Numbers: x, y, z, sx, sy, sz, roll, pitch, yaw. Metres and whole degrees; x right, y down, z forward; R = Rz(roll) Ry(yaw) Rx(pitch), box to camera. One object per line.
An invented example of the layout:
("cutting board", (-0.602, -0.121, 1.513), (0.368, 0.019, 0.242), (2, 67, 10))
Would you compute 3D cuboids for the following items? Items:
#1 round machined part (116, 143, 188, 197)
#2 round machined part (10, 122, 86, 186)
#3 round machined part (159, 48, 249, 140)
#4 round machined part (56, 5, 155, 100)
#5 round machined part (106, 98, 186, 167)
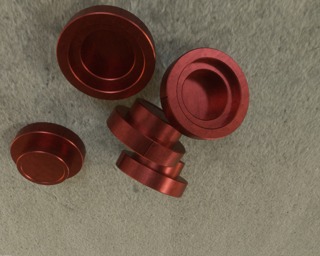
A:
("round machined part", (-0.006, 0.051, 0.415), (0.098, 0.098, 0.042), (27, 89, -22))
("round machined part", (-0.157, 0.042, 0.430), (0.099, 0.042, 0.097), (-1, 130, 0))
("round machined part", (0.045, -0.035, 0.344), (0.099, 0.098, 0.042), (22, 169, -18))
("round machined part", (-0.054, -0.081, 0.327), (0.099, 0.042, 0.097), (-1, 130, 0))
("round machined part", (-0.010, 0.000, 0.364), (0.098, 0.098, 0.042), (29, 102, -23))
